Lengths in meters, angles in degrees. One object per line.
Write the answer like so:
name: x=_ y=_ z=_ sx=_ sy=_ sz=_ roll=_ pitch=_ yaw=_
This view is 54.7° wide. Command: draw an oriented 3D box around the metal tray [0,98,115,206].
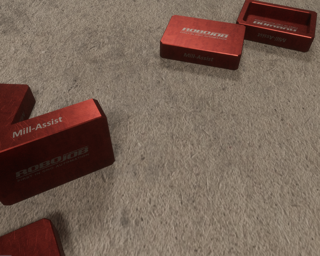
metal tray: x=-0.119 y=0.027 z=0.336 sx=0.131 sy=0.089 sz=0.030 roll=-21 pitch=54 yaw=-17

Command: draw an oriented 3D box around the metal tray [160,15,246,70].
metal tray: x=0.074 y=-0.147 z=0.525 sx=0.131 sy=0.030 sz=0.090 roll=12 pitch=51 yaw=9

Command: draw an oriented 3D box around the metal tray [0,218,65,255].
metal tray: x=-0.148 y=0.149 z=0.273 sx=0.131 sy=0.030 sz=0.090 roll=-21 pitch=53 yaw=-17

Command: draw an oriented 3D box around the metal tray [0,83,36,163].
metal tray: x=-0.228 y=-0.004 z=0.400 sx=0.091 sy=0.030 sz=0.130 roll=3 pitch=50 yaw=1

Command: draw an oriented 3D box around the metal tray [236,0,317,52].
metal tray: x=0.209 y=-0.187 z=0.560 sx=0.130 sy=0.030 sz=0.090 roll=17 pitch=52 yaw=13
